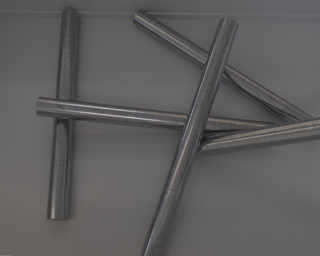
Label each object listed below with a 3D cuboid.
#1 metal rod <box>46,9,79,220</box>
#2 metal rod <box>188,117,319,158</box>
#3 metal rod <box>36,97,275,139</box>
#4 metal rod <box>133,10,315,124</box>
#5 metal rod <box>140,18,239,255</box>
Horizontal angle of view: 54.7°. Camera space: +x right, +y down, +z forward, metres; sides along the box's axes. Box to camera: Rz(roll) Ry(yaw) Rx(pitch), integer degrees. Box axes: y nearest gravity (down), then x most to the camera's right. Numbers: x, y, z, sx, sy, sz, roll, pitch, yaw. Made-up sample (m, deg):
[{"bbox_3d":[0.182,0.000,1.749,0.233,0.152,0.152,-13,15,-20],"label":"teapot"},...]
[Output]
[{"bbox_3d":[-0.129,-0.032,0.420,0.025,0.025,0.299,-3,70,-1],"label":"metal rod"},{"bbox_3d":[0.166,0.002,0.341,0.300,0.025,0.025,-11,68,24],"label":"metal rod"},{"bbox_3d":[-0.001,-0.011,0.398,0.302,0.025,0.025,6,70,-4],"label":"metal rod"},{"bbox_3d":[0.087,-0.082,0.439,0.300,0.025,0.025,35,74,12],"label":"metal rod"},{"bbox_3d":[0.038,0.008,0.373,0.025,0.025,0.299,19,83,6],"label":"metal rod"}]
